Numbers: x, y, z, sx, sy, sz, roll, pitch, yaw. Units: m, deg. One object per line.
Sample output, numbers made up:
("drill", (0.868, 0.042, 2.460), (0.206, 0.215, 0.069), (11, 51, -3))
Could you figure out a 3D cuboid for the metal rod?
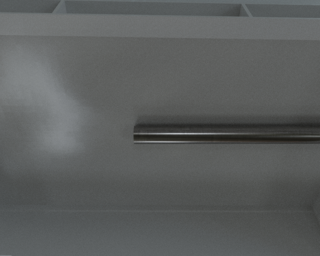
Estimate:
("metal rod", (0.116, 0.009, 0.418), (0.302, 0.025, 0.025), (0, 130, -1))
